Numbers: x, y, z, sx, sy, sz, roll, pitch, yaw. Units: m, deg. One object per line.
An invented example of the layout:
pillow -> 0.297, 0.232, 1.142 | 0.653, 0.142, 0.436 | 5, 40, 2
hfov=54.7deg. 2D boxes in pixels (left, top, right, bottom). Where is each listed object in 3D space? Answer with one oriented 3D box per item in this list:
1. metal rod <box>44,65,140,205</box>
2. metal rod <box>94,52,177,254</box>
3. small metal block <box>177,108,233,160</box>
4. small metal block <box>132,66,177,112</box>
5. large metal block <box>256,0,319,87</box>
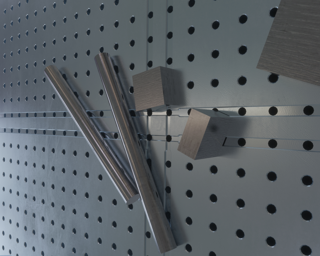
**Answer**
metal rod -> -0.120, -0.003, 0.508 | 0.300, 0.025, 0.025 | 51, 120, 27
metal rod -> -0.040, 0.024, 0.442 | 0.025, 0.025, 0.299 | -32, 70, 35
small metal block -> 0.052, 0.006, 0.350 | 0.025, 0.050, 0.050 | 29, 108, 36
small metal block -> -0.008, -0.051, 0.416 | 0.050, 0.025, 0.050 | -11, 83, 39
large metal block -> 0.145, -0.078, 0.273 | 0.080, 0.050, 0.079 | 27, 107, 36
